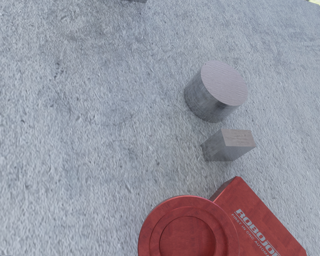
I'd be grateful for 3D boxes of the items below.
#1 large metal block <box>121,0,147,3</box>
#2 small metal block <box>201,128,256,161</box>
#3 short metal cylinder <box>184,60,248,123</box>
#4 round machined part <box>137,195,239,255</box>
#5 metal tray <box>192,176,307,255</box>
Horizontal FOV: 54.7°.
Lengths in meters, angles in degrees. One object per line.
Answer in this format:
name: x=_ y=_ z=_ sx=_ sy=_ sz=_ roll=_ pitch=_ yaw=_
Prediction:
large metal block: x=-0.050 y=-0.253 z=0.496 sx=0.081 sy=0.080 sz=0.050 roll=-7 pitch=66 yaw=-31
small metal block: x=0.092 y=0.024 z=0.422 sx=0.050 sy=0.050 sz=0.025 roll=3 pitch=61 yaw=-27
short metal cylinder: x=0.083 y=-0.054 z=0.466 sx=0.081 sy=0.050 sz=0.080 roll=14 pitch=56 yaw=-21
round machined part: x=0.027 y=0.118 z=0.318 sx=0.099 sy=0.042 sz=0.098 roll=0 pitch=80 yaw=-2
metal tray: x=0.108 y=0.135 z=0.376 sx=0.130 sy=0.030 sz=0.091 roll=49 pitch=51 yaw=6
